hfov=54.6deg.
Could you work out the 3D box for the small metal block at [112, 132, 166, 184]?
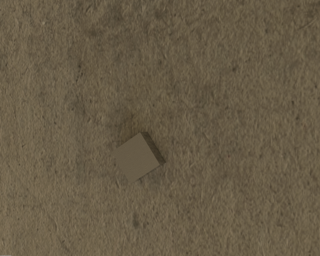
[{"bbox_3d":[-0.028,0.040,0.420,0.050,0.025,0.050,-35,79,16],"label":"small metal block"}]
